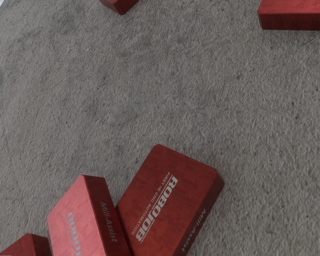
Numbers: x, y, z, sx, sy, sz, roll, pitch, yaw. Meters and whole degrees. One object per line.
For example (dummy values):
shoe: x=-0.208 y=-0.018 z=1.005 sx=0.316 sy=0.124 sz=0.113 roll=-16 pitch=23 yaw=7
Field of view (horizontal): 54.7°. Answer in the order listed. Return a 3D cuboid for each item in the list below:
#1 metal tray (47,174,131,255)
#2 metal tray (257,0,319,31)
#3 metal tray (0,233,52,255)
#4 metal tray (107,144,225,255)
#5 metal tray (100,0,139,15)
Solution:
metal tray: x=-0.081 y=0.129 z=0.343 sx=0.090 sy=0.030 sz=0.130 roll=-48 pitch=48 yaw=23
metal tray: x=0.196 y=-0.190 z=0.415 sx=0.090 sy=0.030 sz=0.130 roll=13 pitch=68 yaw=33
metal tray: x=-0.189 y=0.203 z=0.376 sx=0.130 sy=0.030 sz=0.090 roll=-37 pitch=51 yaw=3
metal tray: x=0.001 y=0.091 z=0.344 sx=0.090 sy=0.030 sz=0.130 roll=22 pitch=73 yaw=36
metal tray: x=-0.057 y=-0.288 z=0.607 sx=0.130 sy=0.030 sz=0.090 roll=-45 pitch=51 yaw=-3
